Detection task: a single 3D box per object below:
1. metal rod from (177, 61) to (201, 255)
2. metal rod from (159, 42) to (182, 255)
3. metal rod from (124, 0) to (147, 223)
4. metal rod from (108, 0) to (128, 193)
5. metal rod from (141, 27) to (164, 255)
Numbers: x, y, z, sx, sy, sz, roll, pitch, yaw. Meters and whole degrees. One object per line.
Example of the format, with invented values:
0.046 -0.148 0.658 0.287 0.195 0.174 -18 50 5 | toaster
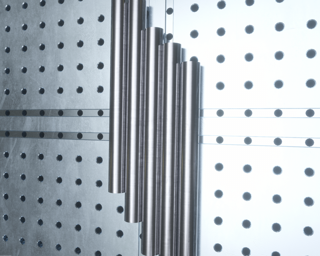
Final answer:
0.037 0.066 0.398 0.025 0.025 0.298 1 90 19 | metal rod
0.013 0.040 0.406 0.025 0.025 0.298 1 90 19 | metal rod
-0.033 -0.023 0.422 0.025 0.025 0.298 1 90 19 | metal rod
-0.057 -0.060 0.431 0.025 0.025 0.298 1 90 19 | metal rod
-0.010 0.018 0.414 0.025 0.025 0.298 1 90 19 | metal rod
